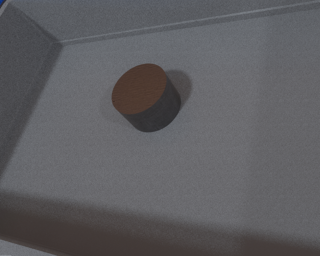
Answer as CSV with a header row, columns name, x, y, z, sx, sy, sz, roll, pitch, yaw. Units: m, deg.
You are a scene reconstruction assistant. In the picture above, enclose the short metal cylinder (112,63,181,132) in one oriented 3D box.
name,x,y,z,sx,sy,sz,roll,pitch,yaw
short metal cylinder,-0.018,-0.041,0.423,0.080,0.050,0.080,-13,56,20
